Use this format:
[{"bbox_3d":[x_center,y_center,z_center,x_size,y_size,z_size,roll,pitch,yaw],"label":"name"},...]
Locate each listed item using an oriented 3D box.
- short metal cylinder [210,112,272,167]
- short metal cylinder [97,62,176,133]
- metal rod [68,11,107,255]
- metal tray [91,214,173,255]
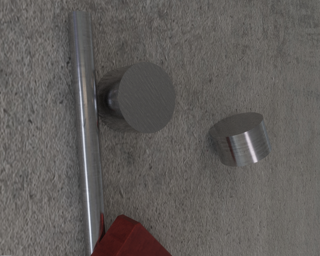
[{"bbox_3d":[0.123,0.016,0.471,0.081,0.080,0.050,-35,112,-35],"label":"short metal cylinder"},{"bbox_3d":[-0.028,-0.034,0.364,0.081,0.050,0.080,0,90,-40],"label":"short metal cylinder"},{"bbox_3d":[-0.077,0.027,0.339,0.025,0.025,0.298,-6,94,-40],"label":"metal rod"},{"bbox_3d":[-0.031,0.172,0.358,0.090,0.030,0.130,-55,134,-26],"label":"metal tray"}]
